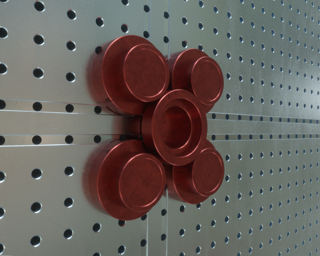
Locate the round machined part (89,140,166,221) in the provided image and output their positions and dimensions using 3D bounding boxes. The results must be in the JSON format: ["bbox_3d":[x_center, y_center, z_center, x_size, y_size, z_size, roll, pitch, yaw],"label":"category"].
[{"bbox_3d":[-0.031,0.063,0.374,0.099,0.042,0.097,0,90,-40],"label":"round machined part"}]

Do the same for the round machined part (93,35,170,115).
[{"bbox_3d":[-0.027,-0.064,0.376,0.099,0.042,0.097,0,90,-40],"label":"round machined part"}]

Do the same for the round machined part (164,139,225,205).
[{"bbox_3d":[0.055,0.061,0.446,0.099,0.042,0.097,0,90,-40],"label":"round machined part"}]

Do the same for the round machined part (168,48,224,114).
[{"bbox_3d":[0.054,-0.065,0.445,0.099,0.042,0.097,0,90,-40],"label":"round machined part"}]

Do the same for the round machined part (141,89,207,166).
[{"bbox_3d":[0.015,-0.001,0.410,0.099,0.042,0.097,0,90,-40],"label":"round machined part"}]
